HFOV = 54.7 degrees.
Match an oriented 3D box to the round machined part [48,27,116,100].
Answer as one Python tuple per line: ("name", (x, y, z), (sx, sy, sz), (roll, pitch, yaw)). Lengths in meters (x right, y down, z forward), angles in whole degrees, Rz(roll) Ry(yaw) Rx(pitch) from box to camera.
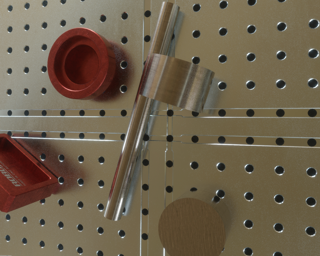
("round machined part", (-0.106, -0.088, 0.441), (0.098, 0.042, 0.097), (0, 90, 20))

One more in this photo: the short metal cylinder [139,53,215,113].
("short metal cylinder", (0.020, -0.054, 0.376), (0.080, 0.080, 0.050), (19, 97, 19))

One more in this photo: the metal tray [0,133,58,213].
("metal tray", (-0.228, 0.060, 0.457), (0.130, 0.090, 0.030), (36, 106, 16))

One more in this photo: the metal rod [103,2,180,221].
("metal rod", (-0.026, -0.018, 0.421), (0.025, 0.025, 0.298), (18, 96, 19))

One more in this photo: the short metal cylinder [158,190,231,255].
("short metal cylinder", (0.044, 0.121, 0.384), (0.080, 0.050, 0.080), (0, 90, 20))
